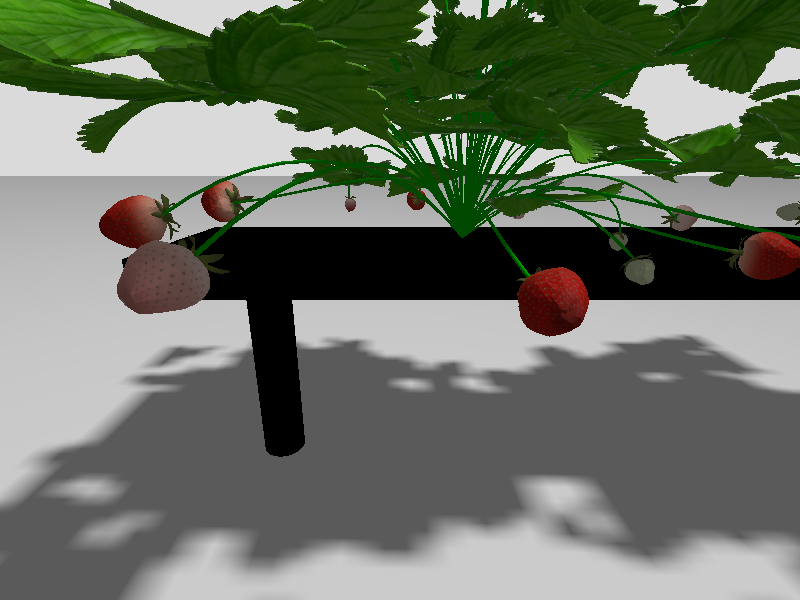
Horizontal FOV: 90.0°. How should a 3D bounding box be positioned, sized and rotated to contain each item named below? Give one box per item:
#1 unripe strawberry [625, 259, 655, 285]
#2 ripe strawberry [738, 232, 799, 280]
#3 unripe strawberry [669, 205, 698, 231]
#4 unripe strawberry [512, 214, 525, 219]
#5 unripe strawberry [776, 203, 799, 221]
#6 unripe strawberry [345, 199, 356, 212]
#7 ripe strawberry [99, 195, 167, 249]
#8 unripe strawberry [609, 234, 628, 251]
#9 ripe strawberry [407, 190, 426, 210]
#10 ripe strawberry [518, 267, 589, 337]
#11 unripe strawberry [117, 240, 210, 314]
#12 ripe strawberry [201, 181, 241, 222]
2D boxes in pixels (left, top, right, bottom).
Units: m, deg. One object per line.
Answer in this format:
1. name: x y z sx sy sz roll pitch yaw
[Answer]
1. unripe strawberry: 0.127 -0.015 0.212 0.015 0.014 0.014 -9 -23 -25
2. ripe strawberry: 0.208 -0.024 0.224 0.027 0.027 0.025 16 24 38
3. unripe strawberry: 0.276 -0.079 0.387 0.025 0.024 0.023 -2 19 -11
4. unripe strawberry: 0.140 -0.105 0.470 0.018 0.019 0.019 12 22 31
5. unripe strawberry: 0.436 -0.098 0.447 0.022 0.019 0.022 -12 22 -31
6. unripe strawberry: -0.066 -0.127 0.537 0.016 0.017 0.018 -11 22 -30
7. ripe strawberry: -0.197 -0.057 0.297 0.043 0.037 0.043 -13 21 -7
8. unripe strawberry: 0.150 -0.040 0.275 0.011 0.011 0.011 15 24 37
9. ripe strawberry: 0.022 -0.142 0.566 0.028 0.029 0.030 -3 10 -8
10. ripe strawberry: 0.057 0.002 0.147 0.025 0.026 0.027 0 19 -1
11. unripe strawberry: -0.099 -0.008 0.165 0.034 0.031 0.031 14 46 36
12. ripe strawberry: -0.197 -0.108 0.440 0.042 0.044 0.039 7 20 21
